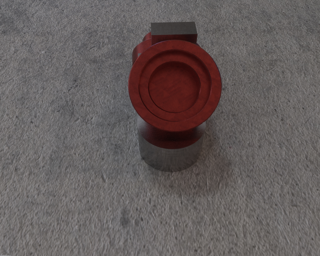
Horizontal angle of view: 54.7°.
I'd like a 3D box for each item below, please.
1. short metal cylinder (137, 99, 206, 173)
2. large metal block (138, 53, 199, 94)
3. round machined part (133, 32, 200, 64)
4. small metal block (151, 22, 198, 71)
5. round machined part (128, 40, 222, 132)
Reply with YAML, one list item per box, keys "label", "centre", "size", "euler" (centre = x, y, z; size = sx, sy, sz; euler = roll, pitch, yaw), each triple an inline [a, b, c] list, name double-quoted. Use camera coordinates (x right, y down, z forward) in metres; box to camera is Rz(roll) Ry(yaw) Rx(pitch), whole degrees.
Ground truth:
- label: "short metal cylinder"
  centre: [0.013, 0.008, 0.383]
  size: [0.081, 0.050, 0.080]
  euler: [0, 50, 0]
- label: "large metal block"
  centre: [0.013, -0.052, 0.412]
  size: [0.081, 0.080, 0.050]
  euler: [-2, 50, -2]
- label: "round machined part"
  centre: [0.010, -0.106, 0.441]
  size: [0.099, 0.098, 0.042]
  euler: [-2, 75, -2]
- label: "small metal block"
  centre: [0.015, -0.095, 0.364]
  size: [0.050, 0.050, 0.025]
  euler: [-2, 50, -2]
- label: "round machined part"
  centre: [0.016, -0.044, 0.345]
  size: [0.099, 0.042, 0.097]
  euler: [0, 88, -2]
